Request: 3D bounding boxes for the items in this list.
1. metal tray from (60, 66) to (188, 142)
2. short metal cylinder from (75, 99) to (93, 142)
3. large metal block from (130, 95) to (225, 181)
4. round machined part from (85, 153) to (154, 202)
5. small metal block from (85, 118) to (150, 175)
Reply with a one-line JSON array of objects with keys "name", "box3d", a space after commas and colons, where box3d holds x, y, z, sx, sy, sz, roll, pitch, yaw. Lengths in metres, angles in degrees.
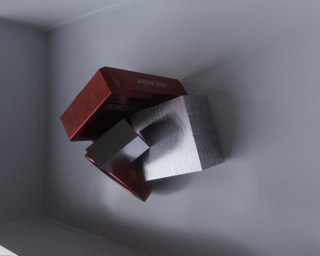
[{"name": "metal tray", "box3d": [-0.037, -0.024, 0.364, 0.090, 0.131, 0.030, -42, 66, 31]}, {"name": "short metal cylinder", "box3d": [-0.075, -0.016, 0.428, 0.050, 0.081, 0.079, 28, 108, 36]}, {"name": "large metal block", "box3d": [0.019, 0.012, 0.362, 0.080, 0.050, 0.080, -18, 83, 38]}, {"name": "round machined part", "box3d": [-0.046, 0.050, 0.405, 0.098, 0.098, 0.042, 26, 71, 36]}, {"name": "small metal block", "box3d": [-0.044, 0.022, 0.334, 0.050, 0.050, 0.025, -39, 70, -2]}]
